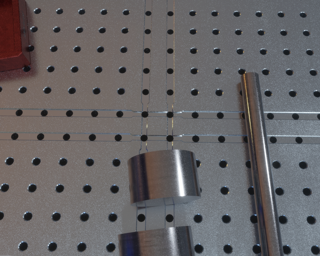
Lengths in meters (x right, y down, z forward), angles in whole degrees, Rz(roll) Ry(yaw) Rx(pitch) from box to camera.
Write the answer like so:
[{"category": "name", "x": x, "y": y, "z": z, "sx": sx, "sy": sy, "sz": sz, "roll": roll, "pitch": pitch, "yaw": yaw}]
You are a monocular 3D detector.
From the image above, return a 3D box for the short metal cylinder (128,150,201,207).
[{"category": "short metal cylinder", "x": 0.004, "y": 0.060, "z": 0.360, "sx": 0.081, "sy": 0.080, "sz": 0.050, "roll": -6, "pitch": 70, "yaw": -2}]

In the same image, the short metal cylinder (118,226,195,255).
[{"category": "short metal cylinder", "x": -0.003, "y": 0.136, "z": 0.333, "sx": 0.081, "sy": 0.080, "sz": 0.050, "roll": -6, "pitch": 70, "yaw": -2}]

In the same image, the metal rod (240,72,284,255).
[{"category": "metal rod", "x": 0.129, "y": 0.067, "z": 0.387, "sx": 0.025, "sy": 0.025, "sz": 0.299, "roll": -1, "pitch": 70, "yaw": 0}]

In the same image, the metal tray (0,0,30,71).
[{"category": "metal tray", "x": -0.248, "y": -0.146, "z": 0.460, "sx": 0.091, "sy": 0.030, "sz": 0.130, "roll": -11, "pitch": 70, "yaw": -4}]
